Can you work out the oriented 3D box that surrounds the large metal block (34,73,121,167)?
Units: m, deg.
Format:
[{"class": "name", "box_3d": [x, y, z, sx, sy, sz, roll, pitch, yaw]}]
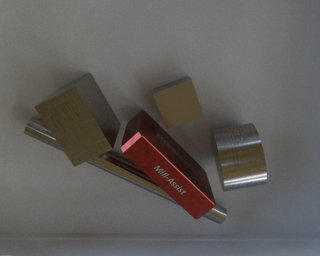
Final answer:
[{"class": "large metal block", "box_3d": [-0.093, -0.013, 0.374, 0.050, 0.080, 0.080, -25, 109, 8]}]

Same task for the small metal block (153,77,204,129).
[{"class": "small metal block", "box_3d": [0.023, -0.033, 0.397, 0.050, 0.025, 0.050, -19, 109, 6]}]

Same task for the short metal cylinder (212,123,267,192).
[{"class": "short metal cylinder", "box_3d": [0.098, 0.037, 0.395, 0.050, 0.080, 0.079, -11, 110, 4]}]

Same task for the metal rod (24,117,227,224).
[{"class": "metal rod", "box_3d": [-0.040, 0.063, 0.433, 0.301, 0.025, 0.025, 27, 108, -10]}]

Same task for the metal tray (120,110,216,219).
[{"class": "metal tray", "box_3d": [0.011, 0.043, 0.390, 0.030, 0.090, 0.130, -42, 105, 13]}]
